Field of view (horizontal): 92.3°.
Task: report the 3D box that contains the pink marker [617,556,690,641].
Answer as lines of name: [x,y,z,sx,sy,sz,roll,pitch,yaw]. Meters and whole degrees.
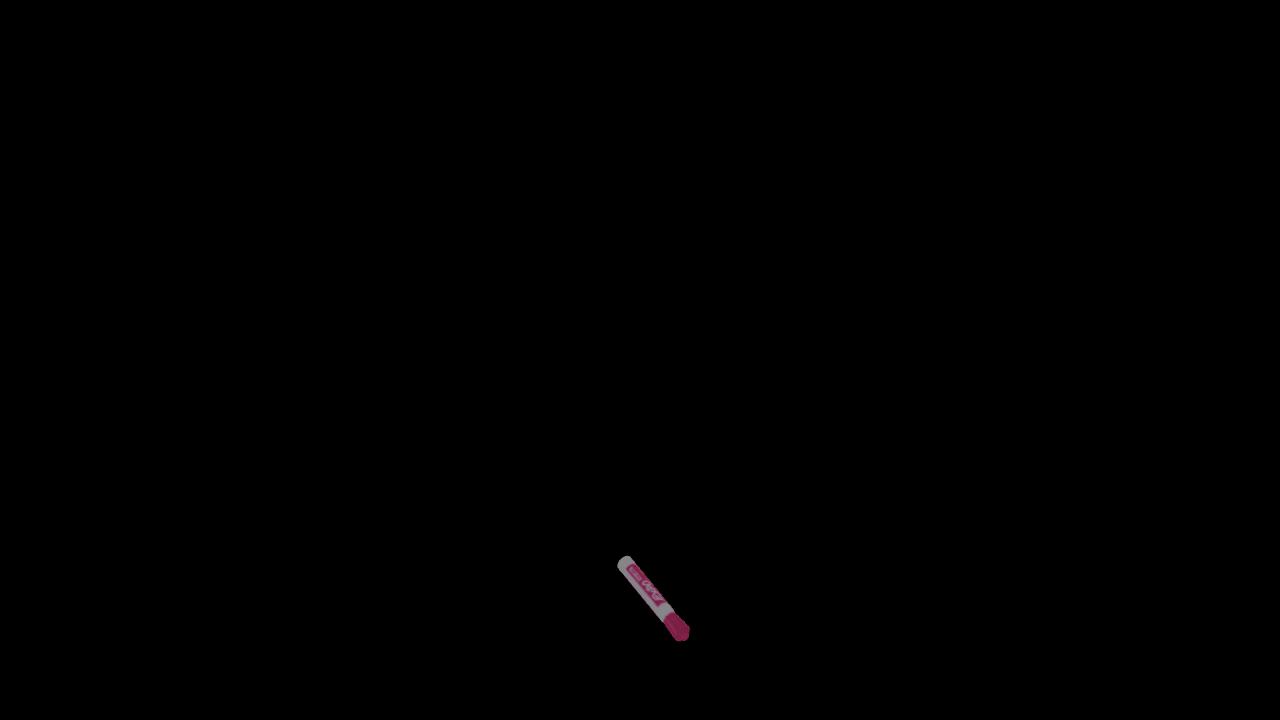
pink marker: [0.013,0.253,0.654,0.020,0.020,0.121,0,22,-34]
